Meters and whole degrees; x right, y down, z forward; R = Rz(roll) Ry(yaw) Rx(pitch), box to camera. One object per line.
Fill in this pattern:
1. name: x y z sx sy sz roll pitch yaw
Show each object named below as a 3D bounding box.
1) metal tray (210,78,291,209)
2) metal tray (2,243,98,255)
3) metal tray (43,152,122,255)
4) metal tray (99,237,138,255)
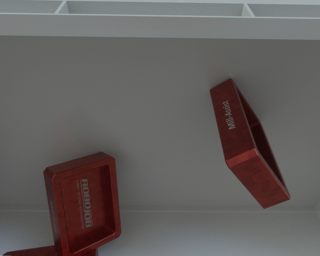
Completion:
1. metal tray: 0.099 0.013 0.352 0.030 0.130 0.090 -29 125 22
2. metal tray: -0.151 0.198 0.413 0.131 0.090 0.030 -5 107 -8
3. metal tray: -0.104 0.107 0.431 0.091 0.030 0.129 -15 110 -38
4. metal tray: -0.109 0.256 0.626 0.090 0.030 0.130 -18 128 14
